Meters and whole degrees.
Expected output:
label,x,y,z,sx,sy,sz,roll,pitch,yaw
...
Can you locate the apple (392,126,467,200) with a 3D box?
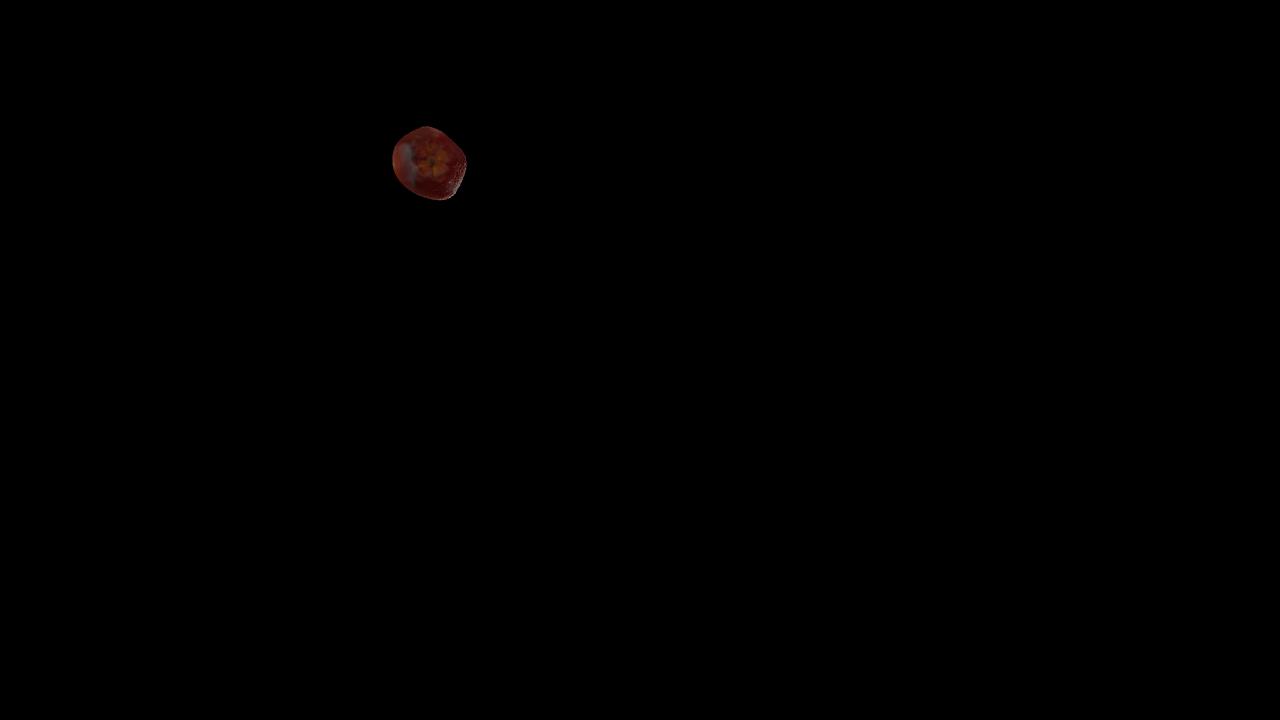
label,x,y,z,sx,sy,sz,roll,pitch,yaw
apple,-0.232,-0.216,0.682,0.079,0.079,0.093,0,12,-26
